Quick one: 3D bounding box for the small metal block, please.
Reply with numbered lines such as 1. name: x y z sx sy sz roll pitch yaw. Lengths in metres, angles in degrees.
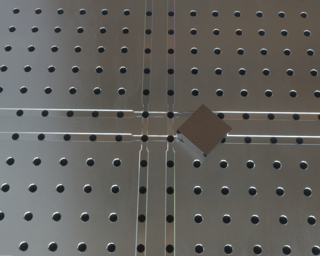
1. small metal block: 0.058 0.005 0.410 0.050 0.025 0.050 42 75 14
